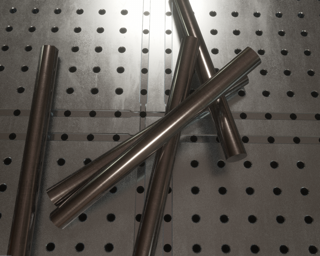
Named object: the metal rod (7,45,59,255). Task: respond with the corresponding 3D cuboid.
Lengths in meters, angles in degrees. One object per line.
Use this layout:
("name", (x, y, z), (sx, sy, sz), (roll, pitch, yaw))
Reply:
("metal rod", (-0.161, 0.027, 0.399), (0.025, 0.025, 0.299), (1, 70, 0))

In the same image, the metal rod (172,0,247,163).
("metal rod", (0.057, -0.094, 0.426), (0.025, 0.025, 0.299), (-11, 63, -5))

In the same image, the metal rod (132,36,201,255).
("metal rod", (0.009, 0.027, 0.380), (0.025, 0.025, 0.299), (12, 78, 4))

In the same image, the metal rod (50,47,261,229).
("metal rod", (-0.008, 0.014, 0.361), (0.300, 0.025, 0.025), (-40, 75, 4))

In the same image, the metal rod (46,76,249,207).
("metal rod", (-0.007, 0.007, 0.409), (0.301, 0.025, 0.025), (-32, 74, -12))
